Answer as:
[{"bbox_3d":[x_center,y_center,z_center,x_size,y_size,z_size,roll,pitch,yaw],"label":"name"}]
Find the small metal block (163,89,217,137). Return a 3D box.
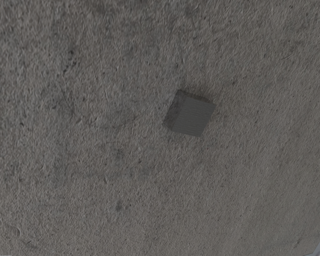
[{"bbox_3d":[0.040,-0.019,0.416,0.050,0.025,0.050,12,112,-34],"label":"small metal block"}]
